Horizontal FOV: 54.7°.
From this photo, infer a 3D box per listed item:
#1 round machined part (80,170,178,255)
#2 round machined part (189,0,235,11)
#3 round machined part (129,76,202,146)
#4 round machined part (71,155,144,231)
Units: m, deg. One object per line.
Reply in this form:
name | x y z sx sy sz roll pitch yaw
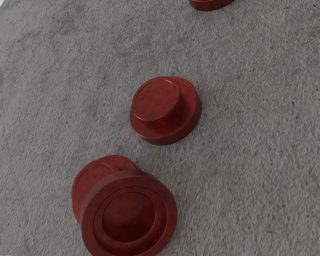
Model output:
round machined part | -0.034 0.091 0.329 0.098 0.098 0.042 -48 20 -5
round machined part | 0.086 -0.238 0.494 0.098 0.042 0.098 -13 56 21
round machined part | 0.002 -0.029 0.410 0.098 0.042 0.098 -13 56 21
round machined part | -0.069 0.077 0.382 0.098 0.042 0.098 -13 56 21
